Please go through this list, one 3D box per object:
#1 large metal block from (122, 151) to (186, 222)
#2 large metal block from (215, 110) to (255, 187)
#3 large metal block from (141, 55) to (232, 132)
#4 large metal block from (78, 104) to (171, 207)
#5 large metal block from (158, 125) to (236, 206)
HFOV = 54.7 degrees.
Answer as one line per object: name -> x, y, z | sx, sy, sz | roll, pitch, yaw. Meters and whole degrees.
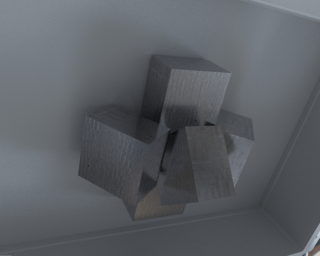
large metal block -> -0.002, 0.079, 0.439 | 0.081, 0.050, 0.079 | 1, 118, -29
large metal block -> 0.090, 0.028, 0.429 | 0.050, 0.080, 0.079 | 18, 115, 6
large metal block -> 0.029, -0.040, 0.379 | 0.081, 0.050, 0.079 | -2, 119, -28
large metal block -> -0.042, 0.029, 0.356 | 0.050, 0.080, 0.079 | -33, 142, -56
large metal block -> 0.036, 0.046, 0.368 | 0.050, 0.080, 0.080 | -1, 75, -29
